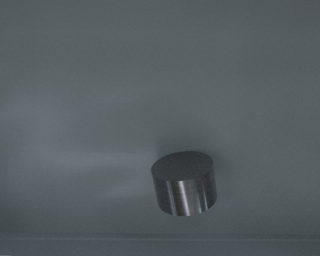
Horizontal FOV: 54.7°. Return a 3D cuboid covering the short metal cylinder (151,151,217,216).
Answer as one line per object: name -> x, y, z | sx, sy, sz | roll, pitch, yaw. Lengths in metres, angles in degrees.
short metal cylinder -> 0.032, 0.071, 0.409 | 0.080, 0.080, 0.050 | -9, 110, 3
